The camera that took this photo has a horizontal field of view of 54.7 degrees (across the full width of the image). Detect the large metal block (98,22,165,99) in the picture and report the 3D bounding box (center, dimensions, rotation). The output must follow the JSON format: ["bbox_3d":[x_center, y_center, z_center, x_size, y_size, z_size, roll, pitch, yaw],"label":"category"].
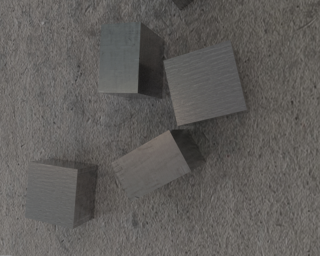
[{"bbox_3d":[-0.033,-0.080,0.391,0.050,0.080,0.079,3,91,20],"label":"large metal block"}]

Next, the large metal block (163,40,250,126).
[{"bbox_3d":[0.058,-0.050,0.375,0.080,0.050,0.080,-13,86,19],"label":"large metal block"}]

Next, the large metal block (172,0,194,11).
[{"bbox_3d":[0.031,-0.211,0.385,0.080,0.050,0.080,-34,79,17],"label":"large metal block"}]

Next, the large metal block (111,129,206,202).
[{"bbox_3d":[0.002,0.043,0.379,0.080,0.080,0.050,-31,80,17],"label":"large metal block"}]

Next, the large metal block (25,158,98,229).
[{"bbox_3d":[-0.141,0.090,0.445,0.080,0.050,0.079,6,92,20],"label":"large metal block"}]
